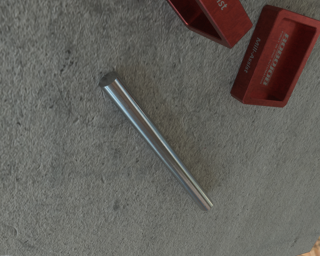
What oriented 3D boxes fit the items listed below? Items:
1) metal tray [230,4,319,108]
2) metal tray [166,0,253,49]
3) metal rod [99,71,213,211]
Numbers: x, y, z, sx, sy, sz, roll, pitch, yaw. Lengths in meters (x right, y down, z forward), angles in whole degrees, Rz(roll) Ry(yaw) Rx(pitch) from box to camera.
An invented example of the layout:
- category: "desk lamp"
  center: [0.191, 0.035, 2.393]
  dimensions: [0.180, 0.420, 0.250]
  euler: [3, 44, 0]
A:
- category: "metal tray"
  center: [0.162, -0.095, 0.435]
  dimensions: [0.091, 0.030, 0.129]
  euler: [2, 117, -30]
- category: "metal tray"
  center: [0.024, -0.139, 0.293]
  dimensions: [0.030, 0.090, 0.130]
  euler: [-47, 130, 4]
- category: "metal rod"
  center: [0.011, 0.039, 0.438]
  dimensions: [0.025, 0.025, 0.300]
  euler: [-39, 130, -3]
